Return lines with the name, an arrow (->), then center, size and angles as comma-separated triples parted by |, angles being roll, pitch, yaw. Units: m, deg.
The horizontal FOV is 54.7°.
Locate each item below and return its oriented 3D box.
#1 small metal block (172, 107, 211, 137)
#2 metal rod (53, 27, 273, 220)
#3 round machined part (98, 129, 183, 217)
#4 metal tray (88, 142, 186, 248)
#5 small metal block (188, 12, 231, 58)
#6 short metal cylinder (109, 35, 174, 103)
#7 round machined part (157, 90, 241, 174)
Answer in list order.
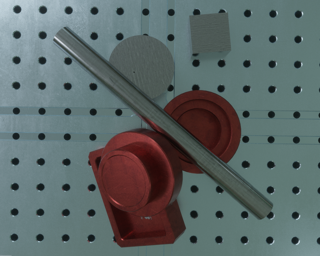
small metal block -> 0.034, -0.003, 0.413 | 0.050, 0.025, 0.050 | -39, 90, -1
metal rod -> 0.003, -0.005, 0.346 | 0.300, 0.025, 0.025 | 41, 90, 0
round machined part -> -0.028, 0.052, 0.339 | 0.098, 0.042, 0.097 | 6, 103, 29
metal tray -> -0.030, 0.080, 0.389 | 0.090, 0.030, 0.129 | -18, 90, 32
small metal block -> 0.065, -0.123, 0.414 | 0.050, 0.025, 0.050 | -5, 90, 0
short metal cylinder -> -0.023, -0.073, 0.400 | 0.081, 0.050, 0.080 | 0, 90, 0
round machined part -> 0.045, 0.005, 0.380 | 0.099, 0.042, 0.097 | 0, 90, -1
